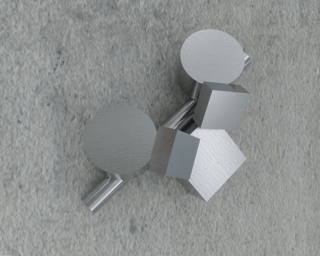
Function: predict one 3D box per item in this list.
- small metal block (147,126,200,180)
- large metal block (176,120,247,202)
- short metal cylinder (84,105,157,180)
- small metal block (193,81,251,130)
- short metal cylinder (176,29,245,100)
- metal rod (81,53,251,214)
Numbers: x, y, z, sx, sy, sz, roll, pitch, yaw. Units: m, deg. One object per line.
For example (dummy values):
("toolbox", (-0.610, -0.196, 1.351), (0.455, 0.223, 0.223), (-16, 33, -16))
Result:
("small metal block", (0.017, 0.029, 0.352), (0.050, 0.025, 0.050), (22, 82, -51))
("large metal block", (0.054, 0.037, 0.416), (0.080, 0.050, 0.080), (-43, 104, -15))
("short metal cylinder", (-0.045, 0.019, 0.366), (0.081, 0.050, 0.080), (1, 72, -4))
("small metal block", (0.073, -0.026, 0.372), (0.050, 0.025, 0.050), (2, 120, -20))
("short metal cylinder", (0.064, -0.081, 0.406), (0.081, 0.050, 0.080), (1, 72, -4))
("metal rod", (0.018, -0.003, 0.418), (0.301, 0.025, 0.025), (-43, 104, -15))
